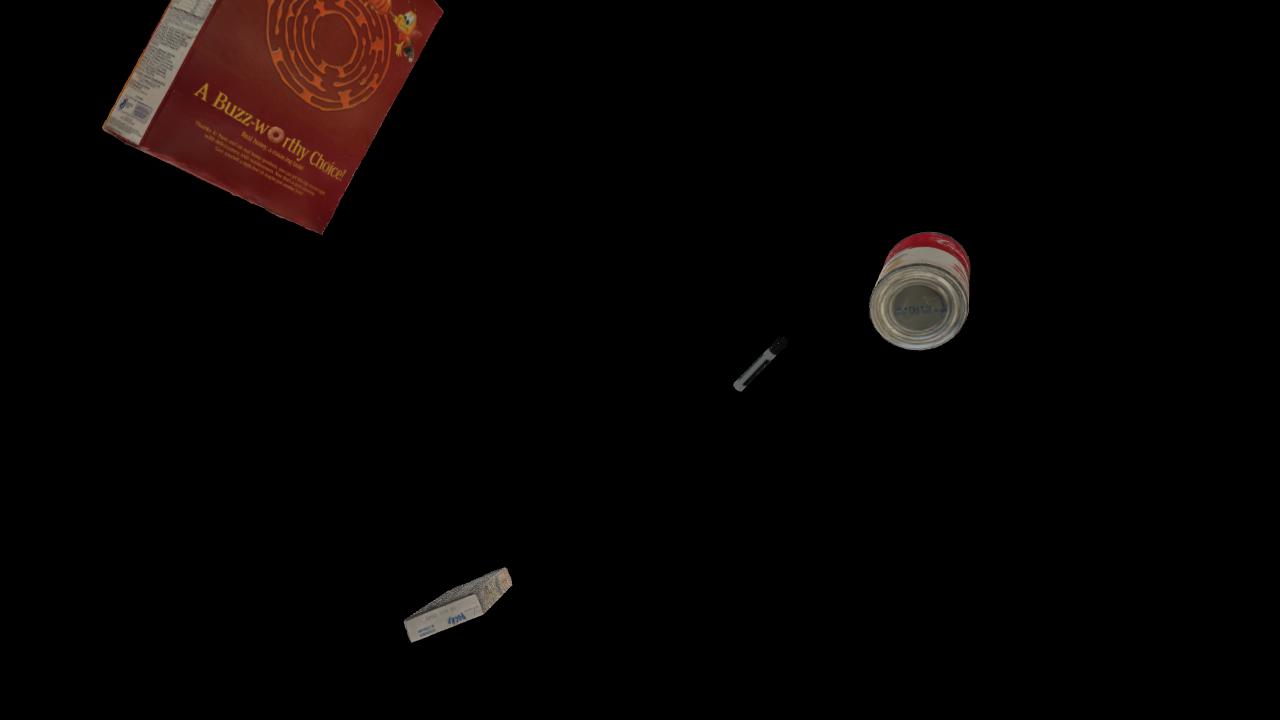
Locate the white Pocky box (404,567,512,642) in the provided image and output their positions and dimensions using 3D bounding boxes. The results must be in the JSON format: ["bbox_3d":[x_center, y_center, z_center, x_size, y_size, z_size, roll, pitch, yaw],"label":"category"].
[{"bbox_3d":[-0.206,0.281,0.716,0.084,0.028,0.154,-22,-9,-4],"label":"white Pocky box"}]

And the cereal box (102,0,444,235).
[{"bbox_3d":[-0.357,-0.310,0.636,0.081,0.306,0.203,27,-1,22],"label":"cereal box"}]

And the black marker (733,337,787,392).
[{"bbox_3d":[0.186,0.006,0.953,0.020,0.020,0.121,0,-38,-38],"label":"black marker"}]

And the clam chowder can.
[{"bbox_3d":[0.220,-0.056,0.481,0.068,0.068,0.102,0,23,29],"label":"clam chowder can"}]
